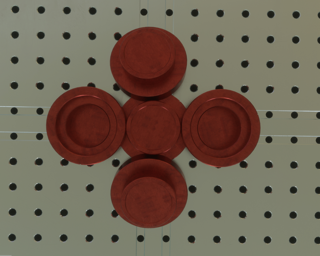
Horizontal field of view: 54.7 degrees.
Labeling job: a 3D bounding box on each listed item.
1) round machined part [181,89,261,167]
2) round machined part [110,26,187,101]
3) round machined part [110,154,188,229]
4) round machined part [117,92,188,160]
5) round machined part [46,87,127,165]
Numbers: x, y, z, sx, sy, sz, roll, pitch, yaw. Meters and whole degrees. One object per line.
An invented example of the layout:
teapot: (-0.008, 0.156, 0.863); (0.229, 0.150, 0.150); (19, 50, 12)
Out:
round machined part: (0.076, 0.000, 0.405); (0.099, 0.042, 0.097); (0, 90, -1)
round machined part: (-0.015, -0.086, 0.393); (0.099, 0.042, 0.098); (0, 76, 1)
round machined part: (-0.014, 0.085, 0.393); (0.099, 0.042, 0.097); (0, 105, 0)
round machined part: (-0.008, -0.001, 0.404); (0.099, 0.042, 0.097); (0, 90, -1)
round machined part: (-0.092, -0.003, 0.403); (0.099, 0.042, 0.097); (0, 90, -1)
